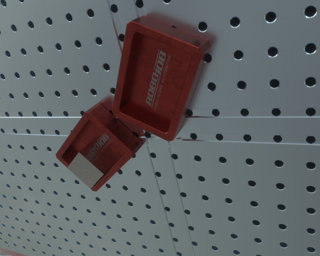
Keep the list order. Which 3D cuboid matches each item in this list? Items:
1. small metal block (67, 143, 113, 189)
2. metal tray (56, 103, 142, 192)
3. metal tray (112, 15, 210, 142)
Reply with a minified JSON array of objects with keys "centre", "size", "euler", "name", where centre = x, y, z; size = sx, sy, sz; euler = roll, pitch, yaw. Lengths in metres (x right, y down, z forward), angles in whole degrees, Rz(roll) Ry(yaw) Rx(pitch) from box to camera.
[{"centre":[-0.111,0.061,0.488],"size":[0.050,0.025,0.050],"euler":[43,129,-2],"name":"small metal block"},{"centre":[-0.098,0.034,0.478],"size":[0.090,0.030,0.129],"euler":[43,129,-3],"name":"metal tray"},{"centre":[-0.004,-0.056,0.374],"size":[0.090,0.030,0.129],"euler":[25,127,12],"name":"metal tray"}]
